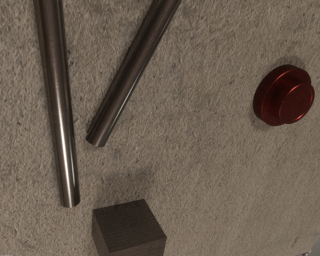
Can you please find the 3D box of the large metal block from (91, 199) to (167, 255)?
[{"bbox_3d":[-0.047,0.154,0.442,0.081,0.080,0.050,-6,121,-26],"label":"large metal block"}]

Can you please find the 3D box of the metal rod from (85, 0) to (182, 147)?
[{"bbox_3d":[-0.006,-0.109,0.337,0.025,0.025,0.298,19,108,-36],"label":"metal rod"}]

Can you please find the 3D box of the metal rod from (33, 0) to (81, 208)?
[{"bbox_3d":[-0.107,-0.034,0.327,0.025,0.025,0.298,-10,123,-23],"label":"metal rod"}]

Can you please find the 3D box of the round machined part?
[{"bbox_3d":[0.197,-0.045,0.479,0.099,0.042,0.097,-14,125,-21],"label":"round machined part"}]
